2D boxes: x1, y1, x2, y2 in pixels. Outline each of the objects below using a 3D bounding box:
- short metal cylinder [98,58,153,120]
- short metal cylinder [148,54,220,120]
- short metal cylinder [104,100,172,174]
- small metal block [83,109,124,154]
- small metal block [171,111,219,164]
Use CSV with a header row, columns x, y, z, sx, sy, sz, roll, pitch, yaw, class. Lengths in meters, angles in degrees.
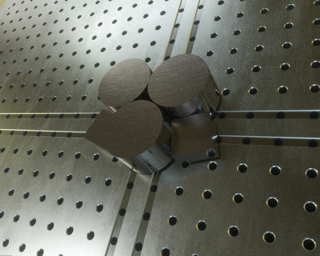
x,y,z,sx,sy,sz,roll,pitch,yaw,class
-0.039,-0.051,0.439,0.080,0.050,0.080,-13,56,21,short metal cylinder
0.031,-0.048,0.401,0.080,0.050,0.080,-13,56,21,short metal cylinder
-0.023,0.012,0.393,0.080,0.050,0.080,-13,56,21,short metal cylinder
-0.072,0.006,0.438,0.050,0.025,0.050,23,74,36,small metal block
0.042,0.012,0.375,0.050,0.025,0.050,-13,56,21,small metal block
